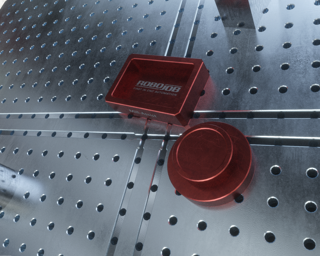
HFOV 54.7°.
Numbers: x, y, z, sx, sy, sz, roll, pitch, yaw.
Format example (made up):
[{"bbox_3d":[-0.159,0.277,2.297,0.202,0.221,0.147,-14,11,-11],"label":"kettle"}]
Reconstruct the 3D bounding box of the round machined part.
[{"bbox_3d":[0.053,0.034,0.349,0.098,0.042,0.098,-13,56,21],"label":"round machined part"}]

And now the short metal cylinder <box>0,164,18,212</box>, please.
[{"bbox_3d":[-0.272,0.090,0.480,0.080,0.050,0.080,-13,56,21],"label":"short metal cylinder"}]

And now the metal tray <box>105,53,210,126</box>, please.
[{"bbox_3d":[-0.006,-0.059,0.444,0.130,0.030,0.090,13,68,33],"label":"metal tray"}]

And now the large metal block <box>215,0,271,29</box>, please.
[{"bbox_3d":[0.118,-0.199,0.433,0.050,0.080,0.080,19,72,35],"label":"large metal block"}]
